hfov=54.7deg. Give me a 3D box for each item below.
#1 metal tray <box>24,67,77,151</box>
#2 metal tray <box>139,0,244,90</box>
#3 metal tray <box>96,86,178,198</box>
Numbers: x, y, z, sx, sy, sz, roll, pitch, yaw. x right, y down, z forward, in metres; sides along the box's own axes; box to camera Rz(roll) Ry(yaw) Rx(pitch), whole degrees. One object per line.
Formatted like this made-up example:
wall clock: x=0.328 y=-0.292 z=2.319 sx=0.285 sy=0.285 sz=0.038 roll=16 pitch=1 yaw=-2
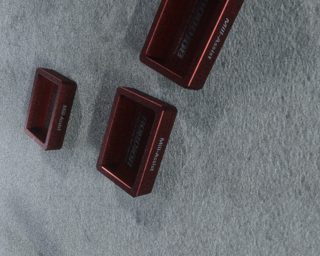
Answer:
metal tray: x=-0.202 y=-0.035 z=0.564 sx=0.090 sy=0.030 sz=0.129 roll=29 pitch=108 yaw=36
metal tray: x=0.035 y=-0.122 z=0.370 sx=0.090 sy=0.030 sz=0.129 roll=37 pitch=112 yaw=33
metal tray: x=-0.036 y=0.017 z=0.429 sx=0.090 sy=0.030 sz=0.129 roll=28 pitch=107 yaw=36
